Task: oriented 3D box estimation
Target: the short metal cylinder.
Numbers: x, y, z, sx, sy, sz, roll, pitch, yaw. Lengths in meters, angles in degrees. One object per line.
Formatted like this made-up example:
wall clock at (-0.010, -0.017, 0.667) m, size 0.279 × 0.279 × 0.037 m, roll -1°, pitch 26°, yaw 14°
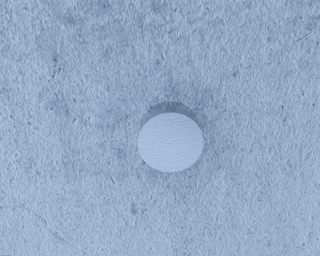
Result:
short metal cylinder at (0.013, 0.010, 0.402) m, size 0.081 × 0.050 × 0.079 m, roll 0°, pitch 110°, yaw -1°
